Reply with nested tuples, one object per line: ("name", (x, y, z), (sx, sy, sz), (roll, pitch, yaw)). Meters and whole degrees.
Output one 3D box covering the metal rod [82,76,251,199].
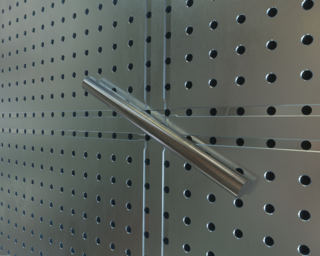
("metal rod", (-0.012, -0.003, 0.418), (0.300, 0.025, 0.025), (34, 111, 34))
